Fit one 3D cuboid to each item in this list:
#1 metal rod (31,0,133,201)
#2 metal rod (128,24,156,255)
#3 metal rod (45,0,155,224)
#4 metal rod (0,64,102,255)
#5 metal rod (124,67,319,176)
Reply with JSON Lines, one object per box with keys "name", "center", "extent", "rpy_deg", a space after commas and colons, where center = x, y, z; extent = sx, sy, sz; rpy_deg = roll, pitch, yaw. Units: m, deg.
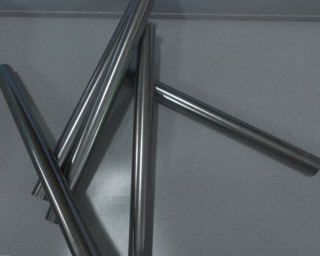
{"name": "metal rod", "center": [-0.084, -0.050, 0.404], "extent": [0.025, 0.025, 0.299], "rpy_deg": [23, 80, 8]}
{"name": "metal rod", "center": [-0.021, 0.010, 0.388], "extent": [0.025, 0.025, 0.299], "rpy_deg": [1, 77, 0]}
{"name": "metal rod", "center": [-0.071, -0.028, 0.385], "extent": [0.025, 0.025, 0.299], "rpy_deg": [20, 84, 7]}
{"name": "metal rod", "center": [-0.143, 0.028, 0.368], "extent": [0.025, 0.025, 0.300], "rpy_deg": [-30, 62, -11]}
{"name": "metal rod", "center": [0.067, -0.017, 0.416], "extent": [0.301, 0.025, 0.025], "rpy_deg": [27, 72, 9]}
